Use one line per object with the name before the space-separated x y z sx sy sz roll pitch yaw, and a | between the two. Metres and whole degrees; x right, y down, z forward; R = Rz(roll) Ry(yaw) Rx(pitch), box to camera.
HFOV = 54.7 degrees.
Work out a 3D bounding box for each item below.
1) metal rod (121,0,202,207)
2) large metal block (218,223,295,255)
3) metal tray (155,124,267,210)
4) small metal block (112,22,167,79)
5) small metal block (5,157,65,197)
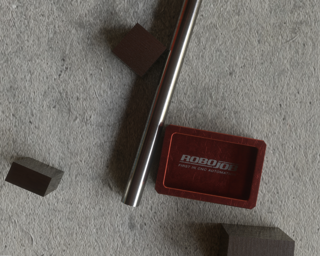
metal rod | 0.004 -0.043 0.410 0.025 0.025 0.298 17 90 -1
large metal block | 0.120 0.173 0.399 0.081 0.050 0.079 5 90 -1
metal tray | 0.065 0.049 0.408 0.131 0.030 0.089 10 90 -1
small metal block | -0.027 -0.101 0.410 0.050 0.025 0.050 41 90 -1
small metal block | -0.158 0.061 0.395 0.050 0.050 0.025 23 90 -1
